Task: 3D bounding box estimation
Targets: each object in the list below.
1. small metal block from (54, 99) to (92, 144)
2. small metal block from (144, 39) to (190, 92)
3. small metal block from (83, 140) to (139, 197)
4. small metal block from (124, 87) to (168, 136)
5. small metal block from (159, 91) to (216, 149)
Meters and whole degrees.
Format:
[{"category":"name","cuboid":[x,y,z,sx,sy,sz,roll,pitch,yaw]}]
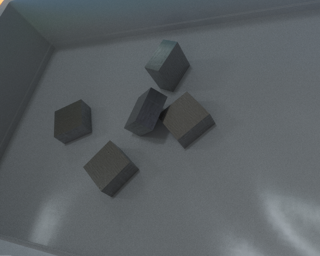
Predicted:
[{"category":"small metal block","cuboid":[-0.135,-0.010,0.480,0.050,0.025,0.050,-22,54,14]},{"category":"small metal block","cuboid":[0.012,-0.087,0.436,0.025,0.050,0.050,22,73,36]},{"category":"small metal block","cuboid":[-0.064,0.053,0.406,0.050,0.025,0.050,-46,51,-4]},{"category":"small metal block","cuboid":[-0.020,-0.020,0.410,0.050,0.025,0.050,-25,39,65]},{"category":"small metal block","cuboid":[0.033,-0.011,0.394,0.050,0.025,0.050,-39,51,1]}]
